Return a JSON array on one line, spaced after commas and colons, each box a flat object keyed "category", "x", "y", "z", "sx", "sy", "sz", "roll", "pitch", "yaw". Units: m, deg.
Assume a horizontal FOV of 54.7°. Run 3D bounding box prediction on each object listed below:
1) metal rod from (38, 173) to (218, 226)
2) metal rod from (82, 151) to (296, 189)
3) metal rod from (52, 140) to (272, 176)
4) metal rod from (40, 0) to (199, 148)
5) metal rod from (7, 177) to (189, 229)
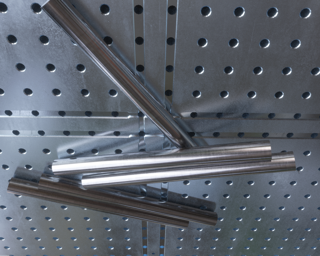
[{"category": "metal rod", "x": -0.044, "y": 0.122, "z": 0.514, "sx": 0.302, "sy": 0.025, "sz": 0.025, "roll": 16, "pitch": 128, "yaw": -14}, {"category": "metal rod", "x": 0.027, "y": 0.062, "z": 0.436, "sx": 0.301, "sy": 0.025, "sz": 0.025, "roll": -8, "pitch": 130, "yaw": 18}, {"category": "metal rod", "x": -0.008, "y": 0.043, "z": 0.421, "sx": 0.301, "sy": 0.025, "sz": 0.025, "roll": -6, "pitch": 131, "yaw": 15}, {"category": "metal rod", "x": -0.019, "y": -0.034, "z": 0.382, "sx": 0.025, "sy": 0.025, "sz": 0.300, "roll": -29, "pitch": 125, "yaw": 22}, {"category": "metal rod", "x": -0.093, "y": 0.129, "z": 0.519, "sx": 0.302, "sy": 0.025, "sz": 0.025, "roll": 16, "pitch": 128, "yaw": -14}]
